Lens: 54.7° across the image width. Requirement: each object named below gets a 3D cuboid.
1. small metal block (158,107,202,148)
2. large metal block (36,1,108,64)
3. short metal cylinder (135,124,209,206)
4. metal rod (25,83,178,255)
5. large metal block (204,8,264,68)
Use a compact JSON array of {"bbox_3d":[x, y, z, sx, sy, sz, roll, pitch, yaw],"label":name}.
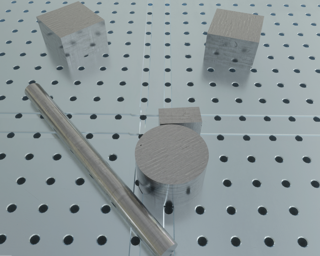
[{"bbox_3d":[0.024,0.000,0.391,0.050,0.050,0.025,-3,50,-3],"label":"small metal block"},{"bbox_3d":[-0.148,-0.164,0.528,0.080,0.050,0.080,-33,58,-25],"label":"large metal block"},{"bbox_3d":[0.013,0.042,0.356,0.081,0.050,0.080,0,50,0],"label":"short metal cylinder"},{"bbox_3d":[-0.088,0.034,0.377,0.025,0.025,0.300,-33,58,-25],"label":"metal rod"},{"bbox_3d":[0.124,-0.152,0.521,0.080,0.050,0.080,14,51,11],"label":"large metal block"}]
